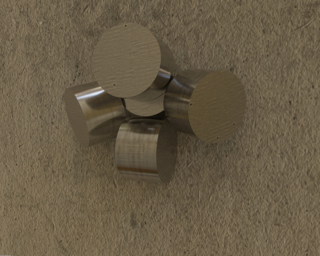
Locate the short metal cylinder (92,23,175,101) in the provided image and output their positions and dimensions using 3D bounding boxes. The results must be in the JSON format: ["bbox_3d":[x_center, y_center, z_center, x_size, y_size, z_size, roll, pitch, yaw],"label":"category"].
[{"bbox_3d":[-0.028,-0.072,0.352,0.080,0.050,0.079,0,90,19],"label":"short metal cylinder"}]

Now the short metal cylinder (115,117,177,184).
[{"bbox_3d":[-0.014,0.026,0.384,0.050,0.080,0.079,2,91,20],"label":"short metal cylinder"}]

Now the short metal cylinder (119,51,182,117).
[{"bbox_3d":[-0.009,-0.054,0.399,0.080,0.050,0.079,0,90,19],"label":"short metal cylinder"}]

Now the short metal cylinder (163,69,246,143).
[{"bbox_3d":[0.051,-0.027,0.356,0.050,0.081,0.079,22,99,57],"label":"short metal cylinder"}]

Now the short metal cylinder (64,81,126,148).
[{"bbox_3d":[-0.086,-0.019,0.405,0.080,0.050,0.079,39,139,45],"label":"short metal cylinder"}]
